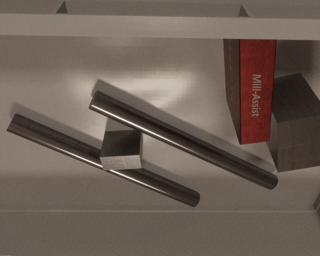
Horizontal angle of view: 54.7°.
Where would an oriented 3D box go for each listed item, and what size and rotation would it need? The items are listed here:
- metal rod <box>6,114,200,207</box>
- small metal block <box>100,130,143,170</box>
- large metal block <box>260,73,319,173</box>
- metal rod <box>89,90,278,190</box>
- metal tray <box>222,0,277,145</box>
[{"bbox_3d":[-0.067,0.055,0.455,0.301,0.025,0.025,27,125,-22],"label":"metal rod"},{"bbox_3d":[-0.050,0.029,0.416,0.050,0.050,0.025,-3,130,2],"label":"small metal block"},{"bbox_3d":[0.155,-0.007,0.370,0.050,0.080,0.080,-11,129,9],"label":"large metal block"},{"bbox_3d":[0.047,0.025,0.430,0.302,0.025,0.025,25,126,-20],"label":"metal rod"},{"bbox_3d":[0.088,-0.058,0.318,0.030,0.090,0.129,-8,130,6],"label":"metal tray"}]
